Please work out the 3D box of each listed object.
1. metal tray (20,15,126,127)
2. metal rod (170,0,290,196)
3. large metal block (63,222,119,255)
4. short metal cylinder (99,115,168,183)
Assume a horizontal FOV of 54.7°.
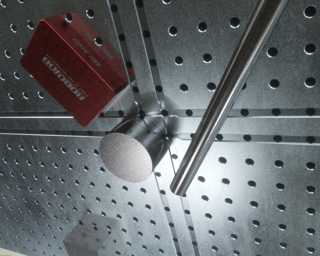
[{"bbox_3d":[-0.121,-0.074,0.424,0.130,0.030,0.090,46,129,-5],"label":"metal tray"},{"bbox_3d":[0.068,-0.022,0.360,0.025,0.025,0.298,28,128,10],"label":"metal rod"},{"bbox_3d":[-0.134,0.242,0.613,0.080,0.050,0.079,6,121,25],"label":"large metal block"},{"bbox_3d":[-0.036,0.029,0.430,0.080,0.050,0.079,13,124,20],"label":"short metal cylinder"}]
